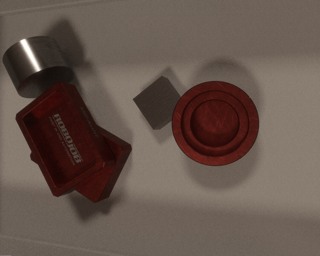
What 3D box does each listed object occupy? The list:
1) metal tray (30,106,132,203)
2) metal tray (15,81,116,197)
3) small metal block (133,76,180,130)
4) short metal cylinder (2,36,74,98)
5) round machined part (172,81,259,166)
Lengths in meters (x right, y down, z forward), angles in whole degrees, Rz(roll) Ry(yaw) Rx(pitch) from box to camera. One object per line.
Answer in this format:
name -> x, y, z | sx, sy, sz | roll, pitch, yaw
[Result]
metal tray -> -0.116, 0.035, 0.447 | 0.130, 0.030, 0.090 | 29, 99, 17
metal tray -> -0.130, 0.015, 0.419 | 0.090, 0.030, 0.130 | -33, 80, 16
small metal block -> 0.001, -0.032, 0.409 | 0.050, 0.025, 0.050 | -37, 78, 16
short metal cylinder -> -0.172, -0.085, 0.440 | 0.080, 0.080, 0.050 | -32, 80, 17
round machined part -> 0.066, -0.006, 0.373 | 0.098, 0.042, 0.097 | 1, 94, 11
